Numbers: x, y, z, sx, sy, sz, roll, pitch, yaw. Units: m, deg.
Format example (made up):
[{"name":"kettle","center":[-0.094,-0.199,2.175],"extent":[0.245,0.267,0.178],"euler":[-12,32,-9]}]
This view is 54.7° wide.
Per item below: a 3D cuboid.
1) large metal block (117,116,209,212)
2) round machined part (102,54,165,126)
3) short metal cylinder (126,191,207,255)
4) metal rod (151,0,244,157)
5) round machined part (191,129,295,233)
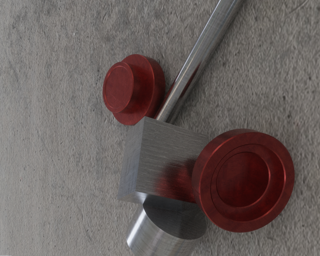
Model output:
[{"name":"large metal block","center":[0.005,0.043,0.341],"extent":[0.050,0.081,0.080],"euler":[-38,41,55]},{"name":"round machined part","center":[-0.042,-0.052,0.421],"extent":[0.098,0.042,0.097],"euler":[-6,82,46]},{"name":"short metal cylinder","center":[0.007,0.117,0.363],"extent":[0.080,0.081,0.050],"euler":[40,116,32]},{"name":"metal rod","center":[0.045,-0.082,0.367],"extent":[0.025,0.025,0.298],"euler":[44,116,31]},{"name":"round machined part","center":[0.077,0.048,0.306],"extent":[0.042,0.099,0.097],"euler":[-146,64,-73]}]
